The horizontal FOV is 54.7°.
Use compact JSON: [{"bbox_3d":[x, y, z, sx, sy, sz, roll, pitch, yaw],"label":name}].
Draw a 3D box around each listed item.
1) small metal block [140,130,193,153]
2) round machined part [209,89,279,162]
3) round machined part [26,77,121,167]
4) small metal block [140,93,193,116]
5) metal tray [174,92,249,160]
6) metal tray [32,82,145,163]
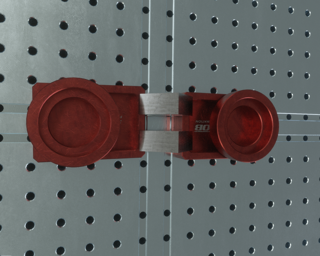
[{"bbox_3d":[0.009,0.016,0.387,0.050,0.050,0.025,1,90,24],"label":"small metal block"},{"bbox_3d":[0.112,-0.003,0.431,0.099,0.042,0.097,0,90,-20],"label":"round machined part"},{"bbox_3d":[-0.098,-0.006,0.354,0.099,0.042,0.097,0,90,-20],"label":"round machined part"},{"bbox_3d":[0.009,-0.028,0.387,0.050,0.050,0.025,1,90,24],"label":"small metal block"},{"bbox_3d":[0.086,-0.002,0.442,0.131,0.030,0.089,1,90,-20],"label":"metal tray"},{"bbox_3d":[-0.085,-0.007,0.380,0.131,0.030,0.089,-1,92,-20],"label":"metal tray"}]
